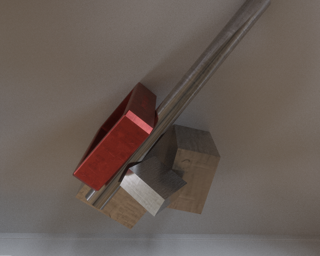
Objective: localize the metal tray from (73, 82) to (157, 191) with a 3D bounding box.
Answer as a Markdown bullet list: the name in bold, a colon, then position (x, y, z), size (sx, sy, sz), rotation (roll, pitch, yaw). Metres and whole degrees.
- **metal tray**: position (-0.045, 0.003, 0.354), size (0.030, 0.130, 0.090), rotation (39, 106, -12)

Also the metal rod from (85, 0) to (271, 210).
- **metal rod**: position (0.022, -0.033, 0.350), size (0.025, 0.025, 0.300), rotation (40, 88, -14)

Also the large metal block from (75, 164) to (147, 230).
- **large metal block**: position (-0.054, 0.072, 0.408), size (0.080, 0.080, 0.050), rotation (35, 106, -12)

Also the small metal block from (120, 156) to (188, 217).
- **small metal block**: position (-0.006, 0.062, 0.340), size (0.050, 0.050, 0.025), rotation (38, 117, 19)

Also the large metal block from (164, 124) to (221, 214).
- **large metal block**: position (0.035, 0.050, 0.401), size (0.050, 0.080, 0.079), rotation (13, 110, -5)
